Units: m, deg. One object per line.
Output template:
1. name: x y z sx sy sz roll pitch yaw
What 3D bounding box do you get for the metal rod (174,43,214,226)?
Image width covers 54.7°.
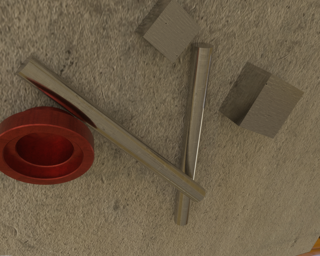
1. metal rod: 0.044 0.028 0.450 0.025 0.025 0.298 -11 123 -23

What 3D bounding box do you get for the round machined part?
1. round machined part: -0.120 0.015 0.327 0.099 0.042 0.097 -7 137 -6

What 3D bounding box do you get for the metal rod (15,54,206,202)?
1. metal rod: -0.036 0.019 0.382 0.025 0.025 0.301 -47 124 4

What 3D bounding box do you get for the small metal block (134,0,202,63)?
1. small metal block: 0.009 -0.110 0.345 0.050 0.025 0.050 33 99 -39

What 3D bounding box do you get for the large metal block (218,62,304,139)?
1. large metal block: 0.146 -0.038 0.449 0.081 0.050 0.080 17 110 -35
